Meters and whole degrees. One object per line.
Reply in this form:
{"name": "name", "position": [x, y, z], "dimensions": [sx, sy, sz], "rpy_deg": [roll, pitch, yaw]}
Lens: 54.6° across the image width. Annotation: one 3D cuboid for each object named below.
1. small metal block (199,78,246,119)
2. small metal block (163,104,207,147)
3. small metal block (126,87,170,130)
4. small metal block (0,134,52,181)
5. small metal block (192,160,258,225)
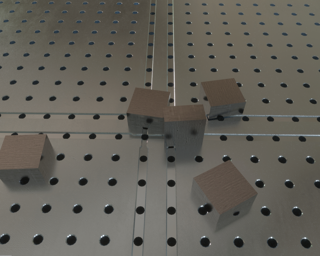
{"name": "small metal block", "position": [0.088, -0.043, 0.444], "dimensions": [0.050, 0.025, 0.050], "rpy_deg": [-8, 51, -7]}
{"name": "small metal block", "position": [0.029, -0.002, 0.394], "dimensions": [0.050, 0.050, 0.025], "rpy_deg": [-4, 50, -3]}
{"name": "small metal block", "position": [-0.015, -0.027, 0.431], "dimensions": [0.050, 0.025, 0.050], "rpy_deg": [8, 51, 7]}
{"name": "small metal block", "position": [-0.165, 0.035, 0.377], "dimensions": [0.050, 0.025, 0.050], "rpy_deg": [-2, 50, -2]}
{"name": "small metal block", "position": [0.071, 0.071, 0.349], "dimensions": [0.050, 0.025, 0.050], "rpy_deg": [-23, 54, -18]}
